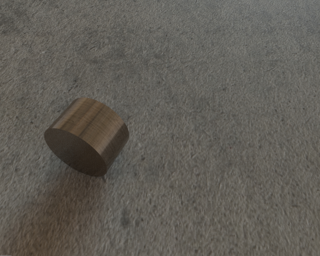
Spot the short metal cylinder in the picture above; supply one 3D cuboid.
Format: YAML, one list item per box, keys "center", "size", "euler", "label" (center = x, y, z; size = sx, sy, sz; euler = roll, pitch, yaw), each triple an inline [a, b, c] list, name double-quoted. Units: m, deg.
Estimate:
- center: [-0.083, 0.011, 0.357]
  size: [0.080, 0.080, 0.050]
  euler: [20, 53, 15]
  label: "short metal cylinder"
